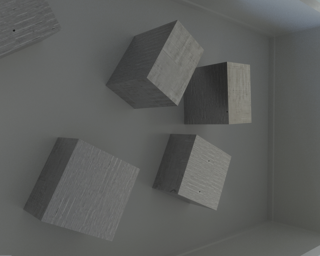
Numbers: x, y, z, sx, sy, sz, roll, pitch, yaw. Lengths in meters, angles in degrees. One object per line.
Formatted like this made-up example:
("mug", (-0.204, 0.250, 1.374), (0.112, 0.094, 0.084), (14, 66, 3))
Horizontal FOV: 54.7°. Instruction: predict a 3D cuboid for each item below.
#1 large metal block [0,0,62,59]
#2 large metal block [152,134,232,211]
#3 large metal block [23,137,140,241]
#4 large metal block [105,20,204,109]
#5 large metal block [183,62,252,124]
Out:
("large metal block", (-0.148, -0.103, 0.267), (0.080, 0.050, 0.080), (-39, 114, -33))
("large metal block", (0.046, 0.061, 0.432), (0.080, 0.050, 0.080), (31, 71, -36))
("large metal block", (-0.079, 0.063, 0.325), (0.080, 0.050, 0.080), (33, 70, -36))
("large metal block", (-0.007, -0.071, 0.367), (0.050, 0.080, 0.080), (40, 66, -33))
("large metal block", (0.080, -0.046, 0.440), (0.050, 0.080, 0.079), (-4, 93, -40))
